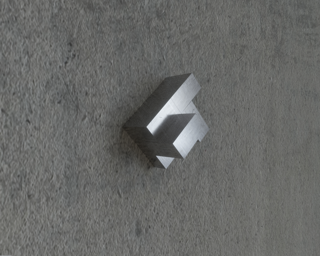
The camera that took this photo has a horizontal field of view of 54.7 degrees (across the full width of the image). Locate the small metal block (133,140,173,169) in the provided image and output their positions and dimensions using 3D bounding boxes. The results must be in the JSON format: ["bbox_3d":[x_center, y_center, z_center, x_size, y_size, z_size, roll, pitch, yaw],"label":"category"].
[{"bbox_3d":[0.001,0.018,0.409,0.050,0.025,0.050,-50,120,-28],"label":"small metal block"}]

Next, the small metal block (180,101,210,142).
[{"bbox_3d":[0.030,-0.008,0.417,0.025,0.050,0.050,-51,120,-28],"label":"small metal block"}]

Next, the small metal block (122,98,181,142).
[{"bbox_3d":[-0.011,-0.010,0.382,0.050,0.050,0.025,-51,121,-28],"label":"small metal block"}]

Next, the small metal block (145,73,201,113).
[{"bbox_3d":[0.017,-0.044,0.406,0.050,0.050,0.025,-51,121,-28],"label":"small metal block"}]

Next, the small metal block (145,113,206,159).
[{"bbox_3d":[0.018,0.009,0.375,0.050,0.050,0.025,-51,121,-28],"label":"small metal block"}]
